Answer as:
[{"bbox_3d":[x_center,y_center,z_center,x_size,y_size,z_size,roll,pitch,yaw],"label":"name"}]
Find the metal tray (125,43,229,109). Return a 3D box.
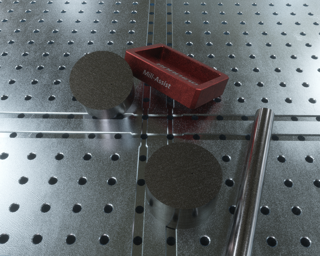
[{"bbox_3d":[0.022,-0.080,0.451,0.130,0.030,0.091,33,36,24],"label":"metal tray"}]

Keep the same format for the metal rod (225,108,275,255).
[{"bbox_3d":[0.093,0.089,0.332,0.025,0.025,0.301,15,52,12],"label":"metal rod"}]

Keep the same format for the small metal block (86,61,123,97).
[{"bbox_3d":[-0.083,-0.075,0.470,0.050,0.025,0.050,-4,50,-4],"label":"small metal block"}]

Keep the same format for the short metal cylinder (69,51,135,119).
[{"bbox_3d":[-0.075,-0.056,0.418,0.081,0.050,0.080,1,78,-3],"label":"short metal cylinder"}]

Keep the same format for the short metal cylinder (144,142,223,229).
[{"bbox_3d":[0.024,0.062,0.339,0.081,0.050,0.080,0,50,0],"label":"short metal cylinder"}]
